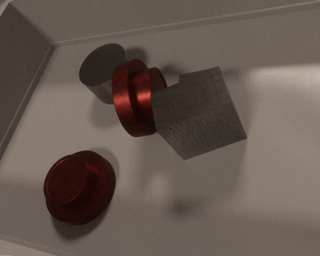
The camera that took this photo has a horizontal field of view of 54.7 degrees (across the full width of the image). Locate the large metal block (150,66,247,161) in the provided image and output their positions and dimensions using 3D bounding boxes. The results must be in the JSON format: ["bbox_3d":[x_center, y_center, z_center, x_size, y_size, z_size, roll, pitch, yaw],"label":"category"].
[{"bbox_3d":[0.045,-0.013,0.354,0.080,0.080,0.050,-21,54,15],"label":"large metal block"}]

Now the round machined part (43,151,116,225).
[{"bbox_3d":[-0.112,0.074,0.406,0.098,0.042,0.098,-13,56,20],"label":"round machined part"}]

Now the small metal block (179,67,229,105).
[{"bbox_3d":[0.056,-0.047,0.388,0.050,0.050,0.025,-8,58,23],"label":"small metal block"}]

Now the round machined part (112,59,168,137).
[{"bbox_3d":[-0.018,-0.039,0.391,0.042,0.098,0.098,-9,58,19],"label":"round machined part"}]

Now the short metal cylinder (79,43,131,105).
[{"bbox_3d":[-0.076,-0.083,0.479,0.080,0.050,0.080,-13,56,20],"label":"short metal cylinder"}]
